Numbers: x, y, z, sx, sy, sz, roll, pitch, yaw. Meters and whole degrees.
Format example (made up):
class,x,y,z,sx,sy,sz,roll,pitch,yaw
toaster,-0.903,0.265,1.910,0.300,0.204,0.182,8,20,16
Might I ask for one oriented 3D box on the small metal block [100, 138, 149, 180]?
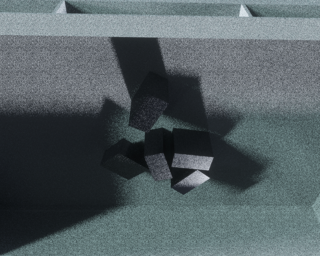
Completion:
class,x,y,z,sx,sy,sz,roll,pitch,yaw
small metal block,-0.048,0.045,0.440,0.050,0.025,0.050,33,137,-25

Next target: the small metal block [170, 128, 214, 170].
class,x,y,z,sx,sy,sz,roll,pitch,yaw
small metal block,0.041,0.028,0.417,0.050,0.050,0.025,6,130,-6

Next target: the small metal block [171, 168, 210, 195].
class,x,y,z,sx,sy,sz,roll,pitch,yaw
small metal block,0.041,0.059,0.444,0.025,0.050,0.050,36,121,-27

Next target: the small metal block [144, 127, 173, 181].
class,x,y,z,sx,sy,sz,roll,pitch,yaw
small metal block,-0.002,0.036,0.423,0.025,0.050,0.050,-12,129,9

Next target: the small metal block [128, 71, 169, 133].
class,x,y,z,sx,sy,sz,roll,pitch,yaw
small metal block,-0.013,-0.031,0.366,0.025,0.050,0.050,23,126,-19
